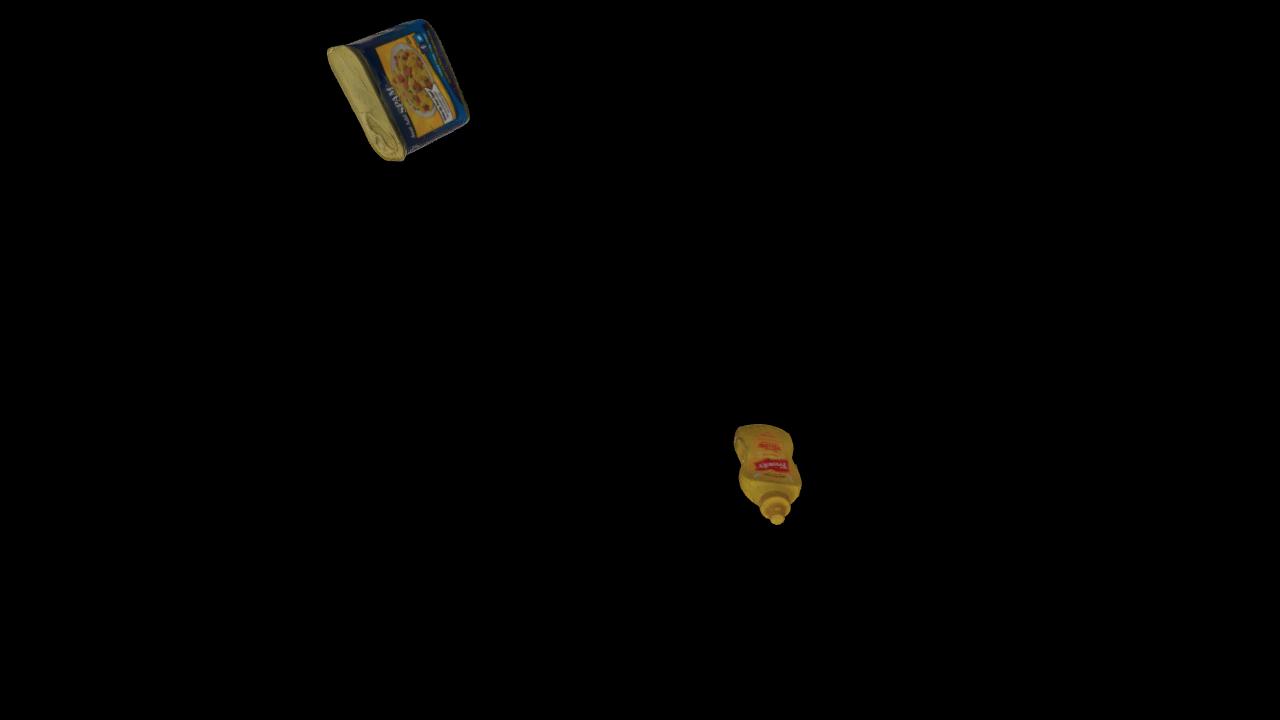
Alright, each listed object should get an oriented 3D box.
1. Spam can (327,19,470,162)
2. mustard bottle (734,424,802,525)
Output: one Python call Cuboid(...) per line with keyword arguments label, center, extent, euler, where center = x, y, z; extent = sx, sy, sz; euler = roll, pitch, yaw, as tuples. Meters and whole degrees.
Cuboid(label="Spam can", center=(-0.217, -0.248, 0.565), extent=(0.058, 0.101, 0.085), euler=(18, 49, 37))
Cuboid(label="mustard bottle", center=(0.188, 0.168, 0.894), extent=(0.092, 0.054, 0.184), euler=(13, 31, -4))
